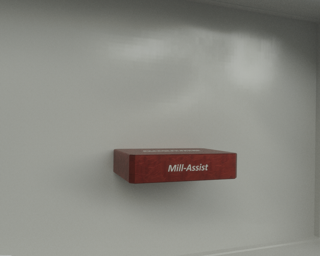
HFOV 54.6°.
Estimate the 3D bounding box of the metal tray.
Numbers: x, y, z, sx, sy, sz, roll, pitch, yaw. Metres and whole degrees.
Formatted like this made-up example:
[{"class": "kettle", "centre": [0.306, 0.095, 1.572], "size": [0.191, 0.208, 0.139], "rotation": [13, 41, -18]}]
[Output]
[{"class": "metal tray", "centre": [0.016, 0.043, 0.381], "size": [0.131, 0.090, 0.030], "rotation": [1, 90, -20]}]
